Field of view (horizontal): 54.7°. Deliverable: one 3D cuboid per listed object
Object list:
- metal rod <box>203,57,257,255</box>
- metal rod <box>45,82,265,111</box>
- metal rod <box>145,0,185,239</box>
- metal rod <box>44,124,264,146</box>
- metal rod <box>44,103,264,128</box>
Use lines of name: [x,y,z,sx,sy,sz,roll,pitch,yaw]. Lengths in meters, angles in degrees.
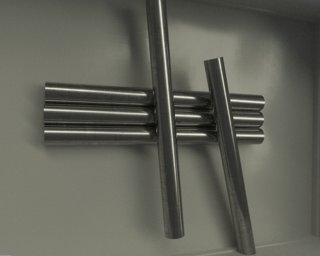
metal rod: [0.100,0.054,0.426,0.025,0.025,0.298,-17,103,-20]
metal rod: [0.008,-0.040,0.413,0.303,0.025,0.025,1,90,-21]
metal rod: [0.007,-0.013,0.386,0.025,0.025,0.298,-5,92,-20]
metal rod: [0.007,0.010,0.413,0.303,0.025,0.025,1,90,-21]
metal rod: [0.007,-0.015,0.413,0.303,0.025,0.025,1,90,-21]
